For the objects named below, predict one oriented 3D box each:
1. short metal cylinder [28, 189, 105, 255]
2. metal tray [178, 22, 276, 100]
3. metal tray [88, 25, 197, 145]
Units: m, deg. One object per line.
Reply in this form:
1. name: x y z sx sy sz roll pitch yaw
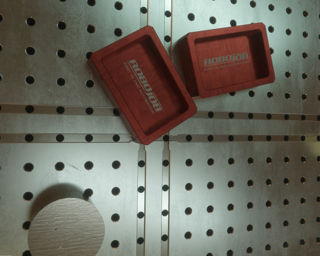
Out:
1. short metal cylinder: -0.109 0.116 0.360 0.081 0.050 0.079 0 90 -20
2. metal tray: 0.098 -0.097 0.447 0.131 0.030 0.089 -14 95 -20
3. metal tray: -0.021 -0.054 0.403 0.090 0.030 0.130 -33 101 -17
